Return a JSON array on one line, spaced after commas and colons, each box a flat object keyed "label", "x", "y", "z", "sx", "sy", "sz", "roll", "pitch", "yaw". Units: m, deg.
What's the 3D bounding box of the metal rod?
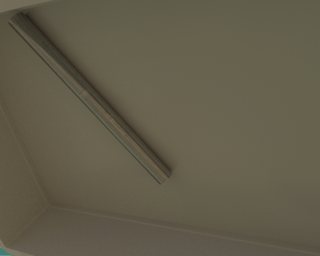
[{"label": "metal rod", "x": -0.093, "y": -0.037, "z": 0.432, "sx": 0.300, "sy": 0.025, "sz": 0.025, "roll": 47, "pitch": 129, "yaw": -6}]
